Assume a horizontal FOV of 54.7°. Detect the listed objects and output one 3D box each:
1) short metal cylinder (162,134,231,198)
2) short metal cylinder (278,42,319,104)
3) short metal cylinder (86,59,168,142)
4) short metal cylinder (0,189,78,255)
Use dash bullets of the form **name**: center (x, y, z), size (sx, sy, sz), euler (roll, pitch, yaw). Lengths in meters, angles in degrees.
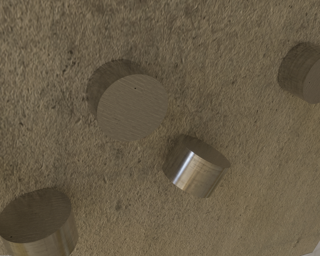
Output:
- **short metal cylinder**: center (0.050, 0.052, 0.430), size (0.081, 0.080, 0.050), euler (18, 109, -35)
- **short metal cylinder**: center (0.226, -0.082, 0.462), size (0.081, 0.050, 0.079), euler (-14, 124, -21)
- **short metal cylinder**: center (-0.038, -0.031, 0.350), size (0.081, 0.050, 0.079), euler (-14, 124, -21)
- **short metal cylinder**: center (-0.142, 0.119, 0.367), size (0.081, 0.080, 0.050), euler (-15, 125, -20)
